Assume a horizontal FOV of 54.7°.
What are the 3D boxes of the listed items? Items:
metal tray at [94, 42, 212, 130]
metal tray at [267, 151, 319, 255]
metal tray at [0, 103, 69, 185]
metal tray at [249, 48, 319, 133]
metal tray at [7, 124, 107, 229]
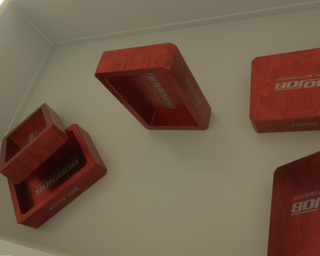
[{"bbox_3d":[-0.002,-0.040,0.363,0.090,0.130,0.030,0,62,28],"label":"metal tray"},{"bbox_3d":[0.141,0.058,0.236,0.129,0.030,0.090,-43,25,56],"label":"metal tray"},{"bbox_3d":[-0.187,0.016,0.454,0.090,0.030,0.130,-43,29,-7],"label":"metal tray"},{"bbox_3d":[0.169,-0.043,0.340,0.130,0.030,0.090,-4,60,26],"label":"metal tray"},{"bbox_3d":[-0.148,0.066,0.437,0.130,0.030,0.090,-38,51,2],"label":"metal tray"}]
